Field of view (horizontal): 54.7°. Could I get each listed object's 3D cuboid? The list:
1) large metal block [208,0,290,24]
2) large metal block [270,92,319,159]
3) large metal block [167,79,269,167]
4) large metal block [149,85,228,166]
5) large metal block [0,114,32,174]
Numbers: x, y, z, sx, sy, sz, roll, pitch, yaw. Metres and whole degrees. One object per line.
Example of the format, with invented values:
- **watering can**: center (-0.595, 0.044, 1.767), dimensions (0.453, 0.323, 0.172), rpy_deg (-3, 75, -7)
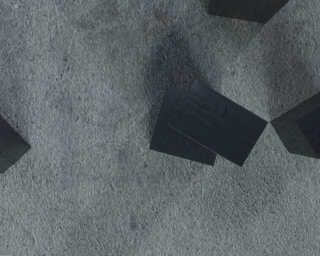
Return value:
- **large metal block**: center (0.109, -0.173, 0.383), dimensions (0.080, 0.080, 0.050), rpy_deg (9, 90, 0)
- **large metal block**: center (0.198, -0.008, 0.384), dimensions (0.080, 0.080, 0.050), rpy_deg (-31, 90, 0)
- **large metal block**: center (0.055, -0.005, 0.333), dimensions (0.080, 0.080, 0.050), rpy_deg (31, 90, 0)
- **large metal block**: center (0.036, -0.003, 0.398), dimensions (0.080, 0.050, 0.080), rpy_deg (15, 90, 0)
- **large metal block**: center (-0.221, 0.015, 0.381), dimensions (0.050, 0.080, 0.080), rpy_deg (-43, 90, 0)
